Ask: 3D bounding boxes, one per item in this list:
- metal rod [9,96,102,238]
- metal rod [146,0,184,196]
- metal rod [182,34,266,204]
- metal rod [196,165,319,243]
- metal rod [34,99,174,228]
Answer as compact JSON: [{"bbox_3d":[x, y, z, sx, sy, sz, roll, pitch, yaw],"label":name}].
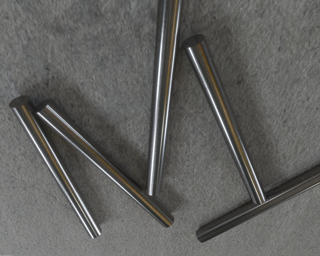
[{"bbox_3d":[-0.145,0.079,0.472,0.025,0.025,0.298,-8,130,6],"label":"metal rod"},{"bbox_3d":[0.000,-0.016,0.393,0.025,0.025,0.298,3,130,-3],"label":"metal rod"},{"bbox_3d":[0.098,0.010,0.417,0.025,0.025,0.299,-20,128,15],"label":"metal rod"},{"bbox_3d":[0.180,0.121,0.513,0.025,0.025,0.299,36,121,-27],"label":"metal rod"},{"bbox_3d":[-0.065,0.069,0.464,0.025,0.025,0.300,-26,126,20],"label":"metal rod"}]
